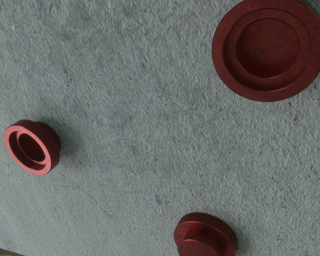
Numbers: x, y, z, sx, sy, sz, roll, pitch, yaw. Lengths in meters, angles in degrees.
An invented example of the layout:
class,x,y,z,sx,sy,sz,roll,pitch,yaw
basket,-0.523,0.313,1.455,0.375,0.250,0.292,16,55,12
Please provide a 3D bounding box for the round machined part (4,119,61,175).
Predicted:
class,x,y,z,sx,sy,sz,roll,pitch,yaw
round machined part,-0.209,0.028,0.523,0.098,0.042,0.097,13,124,21

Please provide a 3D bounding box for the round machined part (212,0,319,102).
class,x,y,z,sx,sy,sz,roll,pitch,yaw
round machined part,0.103,-0.077,0.294,0.098,0.042,0.097,13,124,21

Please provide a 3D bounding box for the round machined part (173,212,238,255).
class,x,y,z,sx,sy,sz,roll,pitch,yaw
round machined part,0.066,0.180,0.473,0.098,0.042,0.097,13,124,21
